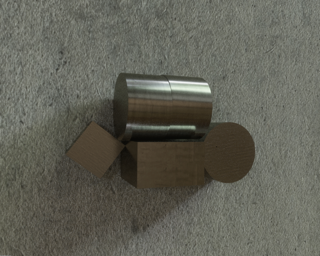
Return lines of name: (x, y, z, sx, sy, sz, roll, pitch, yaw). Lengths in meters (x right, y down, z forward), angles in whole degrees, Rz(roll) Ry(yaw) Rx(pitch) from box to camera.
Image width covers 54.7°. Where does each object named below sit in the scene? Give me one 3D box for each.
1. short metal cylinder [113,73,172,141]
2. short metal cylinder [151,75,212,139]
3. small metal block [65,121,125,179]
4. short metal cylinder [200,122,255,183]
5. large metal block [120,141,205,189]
short metal cylinder: (-0.023, -0.025, 0.373, 0.050, 0.080, 0.079, 1, 90, -20)
short metal cylinder: (0.024, -0.025, 0.390, 0.050, 0.080, 0.079, 1, 90, -20)
small metal block: (-0.080, 0.026, 0.381, 0.050, 0.025, 0.050, 40, 77, -16)
short metal cylinder: (0.082, 0.032, 0.427, 0.081, 0.050, 0.079, 0, 90, -20)
large metal block: (0.000, 0.040, 0.382, 0.081, 0.080, 0.050, 1, 90, -20)
